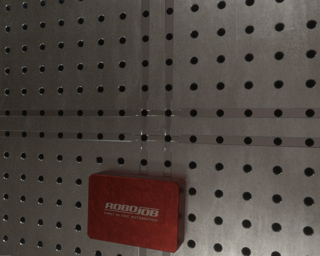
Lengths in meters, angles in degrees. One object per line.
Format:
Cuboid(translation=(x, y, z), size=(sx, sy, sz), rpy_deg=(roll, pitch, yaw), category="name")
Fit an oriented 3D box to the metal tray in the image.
Cuboid(translation=(-0.033, 0.110, 0.421), size=(0.130, 0.030, 0.089), rpy_deg=(2, 91, 19), category="metal tray")
